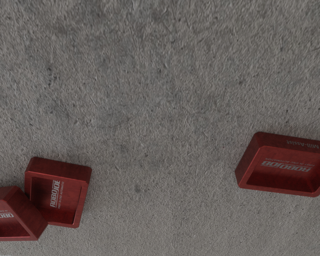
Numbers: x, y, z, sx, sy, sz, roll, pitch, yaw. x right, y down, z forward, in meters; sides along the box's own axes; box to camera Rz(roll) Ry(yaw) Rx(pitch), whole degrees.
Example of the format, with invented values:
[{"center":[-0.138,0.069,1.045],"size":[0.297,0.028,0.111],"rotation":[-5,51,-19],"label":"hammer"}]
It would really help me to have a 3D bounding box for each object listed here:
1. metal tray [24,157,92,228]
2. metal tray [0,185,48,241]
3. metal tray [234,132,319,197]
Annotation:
[{"center":[-0.165,0.107,0.492],"size":[0.091,0.030,0.129],"rotation":[13,129,-11],"label":"metal tray"},{"center":[-0.254,0.138,0.490],"size":[0.130,0.030,0.090],"rotation":[-11,120,25],"label":"metal tray"},{"center":[0.187,0.056,0.453],"size":[0.131,0.030,0.089],"rotation":[8,130,-8],"label":"metal tray"}]
